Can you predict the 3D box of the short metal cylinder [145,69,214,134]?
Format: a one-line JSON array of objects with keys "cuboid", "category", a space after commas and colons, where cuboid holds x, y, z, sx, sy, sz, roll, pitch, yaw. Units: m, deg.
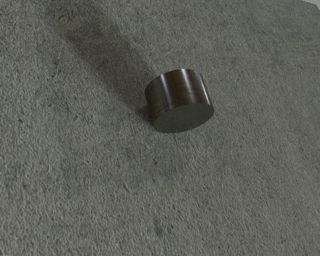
[{"cuboid": [0.025, -0.033, 0.405, 0.081, 0.080, 0.050, -1, 63, -29], "category": "short metal cylinder"}]
